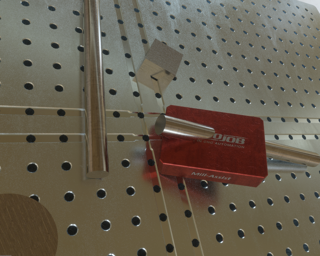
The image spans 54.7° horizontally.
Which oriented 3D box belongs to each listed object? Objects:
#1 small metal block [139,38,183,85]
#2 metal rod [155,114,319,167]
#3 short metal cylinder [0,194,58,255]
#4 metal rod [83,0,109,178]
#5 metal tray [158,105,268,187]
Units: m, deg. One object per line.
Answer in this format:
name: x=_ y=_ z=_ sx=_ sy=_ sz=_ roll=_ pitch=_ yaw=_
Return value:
small metal block: x=0.003 y=-0.101 z=0.473 sx=0.050 sy=0.025 sz=0.050 roll=28 pitch=52 yaw=-11
metal rod: x=0.128 y=0.024 z=0.442 sx=0.302 sy=0.025 sz=0.025 roll=13 pitch=56 yaw=-30
short metal cylinder: x=-0.132 y=0.101 z=0.260 sx=0.081 sy=0.050 sz=0.080 roll=14 pitch=56 yaw=-21
metal rod: x=-0.088 y=-0.080 z=0.410 sx=0.025 sy=0.025 sz=0.299 roll=6 pitch=59 yaw=-26
metal tray: x=0.068 y=0.022 z=0.402 sx=0.131 sy=0.030 sz=0.090 roll=8 pitch=56 yaw=0
